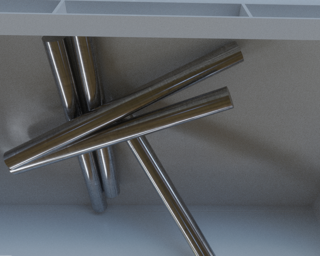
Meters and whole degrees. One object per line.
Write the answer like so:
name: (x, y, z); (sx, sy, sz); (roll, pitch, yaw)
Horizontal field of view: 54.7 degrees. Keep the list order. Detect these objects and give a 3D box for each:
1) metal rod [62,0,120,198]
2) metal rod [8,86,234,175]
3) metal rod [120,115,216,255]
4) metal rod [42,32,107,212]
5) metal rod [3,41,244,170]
metal rod: (-0.079, -0.012, 0.397); (0.025, 0.025, 0.298); (-1, 130, 0)
metal rod: (-0.061, 0.009, 0.377); (0.301, 0.025, 0.025); (-17, 128, 18)
metal rod: (0.022, 0.106, 0.418); (0.025, 0.025, 0.299); (-26, 101, 20)
metal rod: (-0.106, 0.018, 0.422); (0.025, 0.025, 0.298); (-2, 130, 1)
metal rod: (-0.049, -0.022, 0.361); (0.301, 0.025, 0.025); (-25, 127, 8)
